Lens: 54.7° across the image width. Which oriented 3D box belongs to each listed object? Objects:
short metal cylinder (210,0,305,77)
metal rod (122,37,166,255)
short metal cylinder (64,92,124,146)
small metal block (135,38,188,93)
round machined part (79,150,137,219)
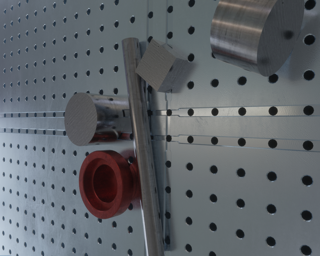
[{"bbox_3d":[0.093,-0.095,0.297,0.050,0.081,0.079,30,109,36],"label":"short metal cylinder"},{"bbox_3d":[-0.024,0.022,0.428,0.025,0.025,0.298,-12,82,39],"label":"metal rod"},{"bbox_3d":[-0.103,-0.013,0.478,0.080,0.050,0.079,0,90,40],"label":"short metal cylinder"},{"bbox_3d":[0.001,-0.081,0.408,0.050,0.025,0.050,46,117,30],"label":"small metal block"},{"bbox_3d":[-0.073,0.081,0.459,0.098,0.042,0.097,0,90,40],"label":"round machined part"}]
